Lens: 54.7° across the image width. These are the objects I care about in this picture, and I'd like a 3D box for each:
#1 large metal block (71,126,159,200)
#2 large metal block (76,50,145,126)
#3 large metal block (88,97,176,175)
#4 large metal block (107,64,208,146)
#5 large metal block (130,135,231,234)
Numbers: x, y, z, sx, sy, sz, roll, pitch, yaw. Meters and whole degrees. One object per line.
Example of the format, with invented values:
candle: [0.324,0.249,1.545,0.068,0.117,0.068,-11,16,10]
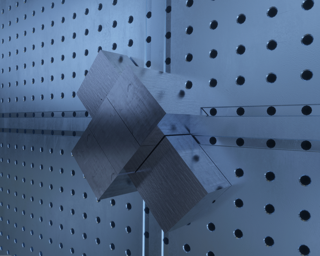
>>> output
large metal block: [-0.059,0.044,0.420,0.050,0.081,0.080,-52,60,27]
large metal block: [-0.064,-0.051,0.440,0.080,0.050,0.080,52,121,27]
large metal block: [-0.031,0.008,0.398,0.050,0.081,0.080,-52,60,27]
large metal block: [-0.003,-0.027,0.375,0.050,0.081,0.080,-52,60,27]
large metal block: [0.022,0.065,0.373,0.080,0.050,0.080,-52,60,28]
